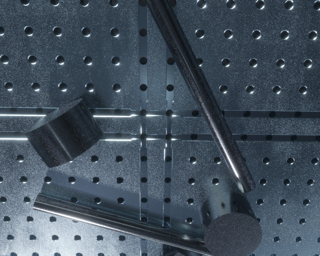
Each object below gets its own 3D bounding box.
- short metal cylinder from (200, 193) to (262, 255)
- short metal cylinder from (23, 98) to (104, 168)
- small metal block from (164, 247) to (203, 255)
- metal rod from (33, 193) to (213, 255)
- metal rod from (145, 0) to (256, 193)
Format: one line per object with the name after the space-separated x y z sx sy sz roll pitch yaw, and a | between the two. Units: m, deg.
0.102 0.143 0.454 0.081 0.050 0.079 0 110 0 | short metal cylinder
-0.118 0.005 0.385 0.080 0.080 0.050 -26 108 9 | short metal cylinder
0.034 0.216 0.493 0.050 0.025 0.050 32 107 -11 | small metal block
-0.037 0.151 0.468 0.302 0.025 0.025 17 109 -7 | metal rod
0.056 -0.039 0.399 0.025 0.025 0.299 -26 108 9 | metal rod
